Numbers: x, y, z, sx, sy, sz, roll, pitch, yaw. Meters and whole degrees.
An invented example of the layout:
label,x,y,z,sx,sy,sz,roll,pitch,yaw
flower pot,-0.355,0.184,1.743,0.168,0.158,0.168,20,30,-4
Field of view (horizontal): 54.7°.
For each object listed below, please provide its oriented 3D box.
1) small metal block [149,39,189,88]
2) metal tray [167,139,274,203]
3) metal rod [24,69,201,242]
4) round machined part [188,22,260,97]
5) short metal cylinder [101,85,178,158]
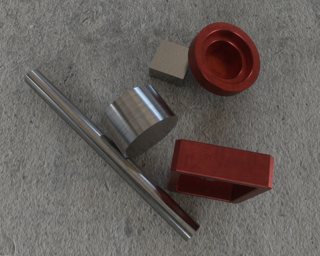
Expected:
label,x,y,z,sx,sy,sz,roll,pitch,yaw
small metal block,0.017,-0.092,0.442,0.050,0.025,0.050,21,71,7
metal tray,0.056,0.052,0.334,0.091,0.130,0.030,10,71,3
metal rod,-0.069,0.026,0.397,0.300,0.025,0.025,42,75,13
round machined part,0.083,-0.089,0.422,0.099,0.042,0.098,5,76,-19
short metal cylinder,-0.025,-0.007,0.381,0.080,0.080,0.050,-34,74,-12
